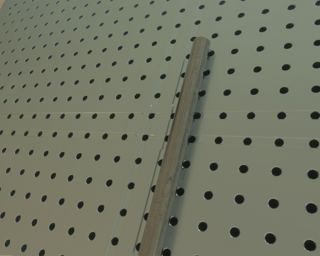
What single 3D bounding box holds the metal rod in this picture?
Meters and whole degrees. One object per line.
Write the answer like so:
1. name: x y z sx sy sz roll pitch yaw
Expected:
1. metal rod: 0.025 0.007 0.391 0.025 0.025 0.300 1 62 29
